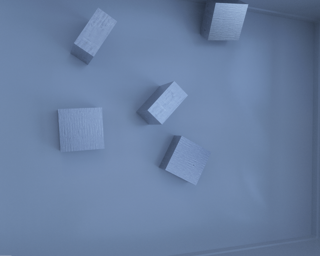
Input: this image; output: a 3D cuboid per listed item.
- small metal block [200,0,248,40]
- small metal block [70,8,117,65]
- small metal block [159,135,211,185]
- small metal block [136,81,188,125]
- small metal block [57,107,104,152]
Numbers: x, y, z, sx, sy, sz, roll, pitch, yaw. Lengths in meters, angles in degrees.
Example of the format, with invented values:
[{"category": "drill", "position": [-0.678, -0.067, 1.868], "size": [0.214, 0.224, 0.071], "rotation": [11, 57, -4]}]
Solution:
[{"category": "small metal block", "position": [0.088, -0.151, 0.432], "size": [0.050, 0.025, 0.050], "rotation": [-6, 127, -20]}, {"category": "small metal block", "position": [-0.080, -0.107, 0.368], "size": [0.025, 0.050, 0.050], "rotation": [34, 79, -17]}, {"category": "small metal block", "position": [0.034, 0.044, 0.425], "size": [0.050, 0.025, 0.050], "rotation": [29, 80, -18]}, {"category": "small metal block", "position": [0.001, -0.031, 0.399], "size": [0.025, 0.050, 0.050], "rotation": [45, 76, -15]}, {"category": "small metal block", "position": [-0.096, 0.002, 0.376], "size": [0.050, 0.025, 0.050], "rotation": [-4, 91, -20]}]
